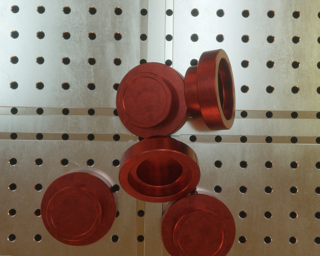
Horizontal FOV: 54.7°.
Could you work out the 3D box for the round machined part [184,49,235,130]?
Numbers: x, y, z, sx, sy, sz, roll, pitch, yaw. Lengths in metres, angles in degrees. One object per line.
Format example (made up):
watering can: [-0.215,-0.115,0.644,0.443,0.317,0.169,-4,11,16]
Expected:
round machined part: [0.061,-0.045,0.383,0.042,0.098,0.097,-4,90,26]

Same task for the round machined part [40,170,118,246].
round machined part: [-0.107,0.106,0.404,0.099,0.042,0.097,0,90,-1]

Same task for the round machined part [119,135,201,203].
round machined part: [-0.001,0.047,0.389,0.099,0.042,0.097,-2,130,-2]

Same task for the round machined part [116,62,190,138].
round machined part: [-0.012,-0.034,0.390,0.098,0.042,0.097,1,93,19]

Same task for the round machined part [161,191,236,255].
round machined part: [0.051,0.135,0.406,0.099,0.042,0.097,0,90,-1]
